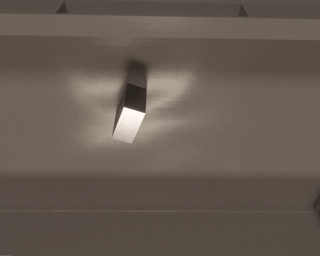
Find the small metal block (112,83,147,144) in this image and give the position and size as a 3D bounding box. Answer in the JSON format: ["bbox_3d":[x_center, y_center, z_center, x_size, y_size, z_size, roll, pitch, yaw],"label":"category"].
[{"bbox_3d":[-0.037,-0.018,0.377,0.025,0.050,0.050,16,128,-14],"label":"small metal block"}]
